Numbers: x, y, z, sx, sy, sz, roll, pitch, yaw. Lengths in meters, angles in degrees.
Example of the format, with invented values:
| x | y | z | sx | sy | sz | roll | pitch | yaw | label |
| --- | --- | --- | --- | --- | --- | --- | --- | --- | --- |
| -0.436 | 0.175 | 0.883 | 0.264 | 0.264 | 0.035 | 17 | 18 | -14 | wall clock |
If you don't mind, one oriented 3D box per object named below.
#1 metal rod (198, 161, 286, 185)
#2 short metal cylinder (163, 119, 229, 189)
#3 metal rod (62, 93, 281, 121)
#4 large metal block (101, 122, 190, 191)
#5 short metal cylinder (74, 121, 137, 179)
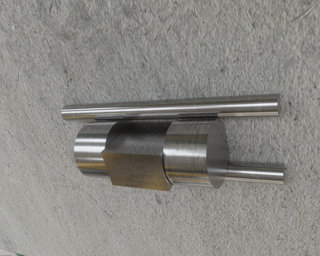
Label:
| x | y | z | sx | sy | sz | roll | pitch | yaw | label |
| --- | --- | --- | --- | --- | --- | --- | --- | --- | --- |
| 0.014 | 0.055 | 0.435 | 0.300 | 0.025 | 0.025 | 0 | 118 | 28 | metal rod |
| 0.045 | 0.030 | 0.367 | 0.050 | 0.080 | 0.080 | -1 | 118 | 29 | short metal cylinder |
| -0.007 | -0.023 | 0.398 | 0.300 | 0.025 | 0.025 | 0 | 118 | 28 | metal rod |
| -0.014 | 0.032 | 0.397 | 0.080 | 0.080 | 0.050 | 0 | 119 | 28 | large metal block |
| -0.071 | 0.030 | 0.428 | 0.050 | 0.080 | 0.080 | -1 | 118 | 29 | short metal cylinder |
